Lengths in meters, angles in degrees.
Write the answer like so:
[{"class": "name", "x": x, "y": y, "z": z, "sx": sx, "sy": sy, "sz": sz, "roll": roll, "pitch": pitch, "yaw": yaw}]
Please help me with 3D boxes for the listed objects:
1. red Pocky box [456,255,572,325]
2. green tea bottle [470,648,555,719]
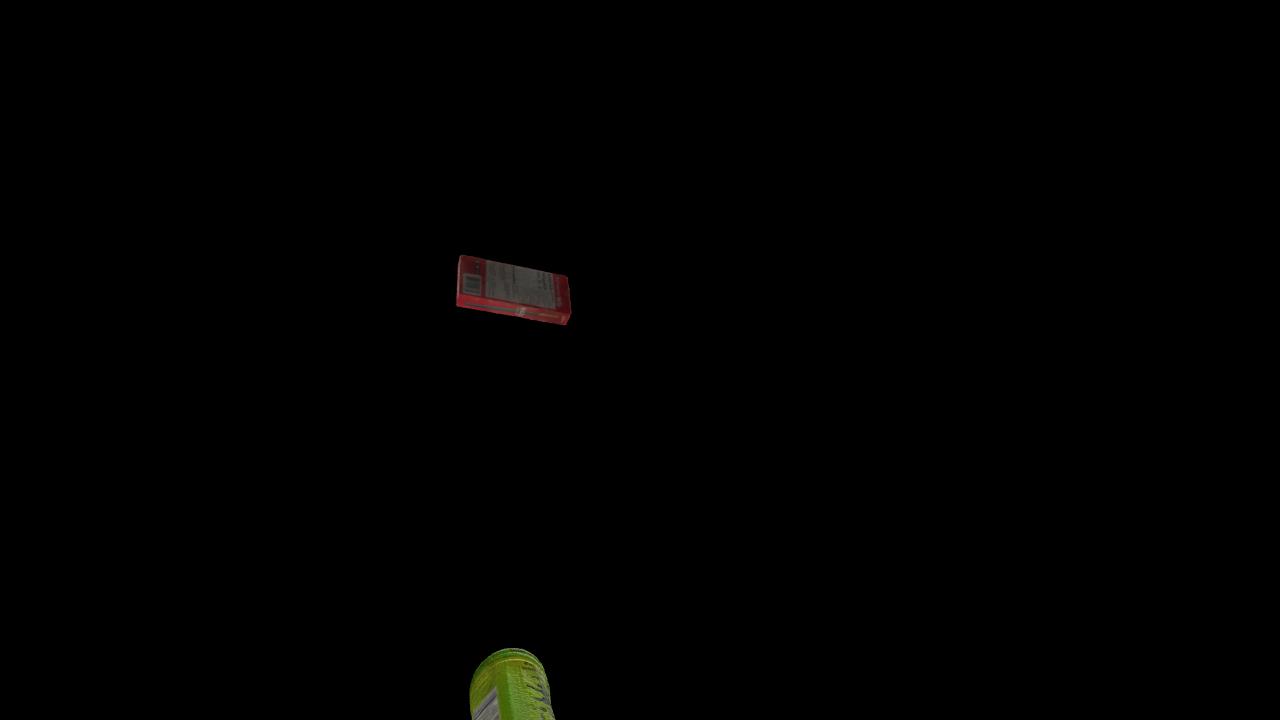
[{"class": "red Pocky box", "x": -0.174, "y": -0.096, "z": 0.854, "sx": 0.155, "sy": 0.083, "sz": 0.028, "roll": 9, "pitch": -45, "yaw": -22}, {"class": "green tea bottle", "x": -0.092, "y": 0.297, "z": 0.464, "sx": 0.073, "sy": 0.073, "sz": 0.212, "roll": 0, "pitch": 1, "yaw": -15}]
